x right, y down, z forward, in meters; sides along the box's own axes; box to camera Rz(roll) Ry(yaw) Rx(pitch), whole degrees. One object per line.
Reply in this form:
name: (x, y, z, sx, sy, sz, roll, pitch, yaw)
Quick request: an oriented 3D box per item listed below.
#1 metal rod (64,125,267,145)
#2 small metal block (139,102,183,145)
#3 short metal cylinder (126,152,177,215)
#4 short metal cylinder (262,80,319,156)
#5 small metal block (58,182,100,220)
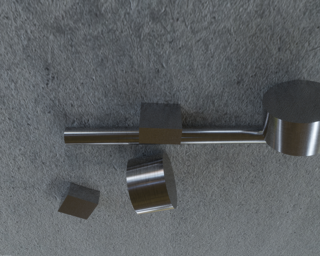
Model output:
metal rod: (0.027, 0.009, 0.415, 0.302, 0.025, 0.025, -1, 130, 0)
small metal block: (0.000, -0.006, 0.386, 0.050, 0.050, 0.025, 2, 130, -2)
short metal cylinder: (-0.010, 0.078, 0.437, 0.050, 0.080, 0.080, -12, 129, 10)
short metal cylinder: (0.162, -0.013, 0.363, 0.080, 0.080, 0.050, -10, 130, 7)
small metal block: (-0.133, 0.121, 0.508, 0.050, 0.025, 0.050, 23, 126, -19)
